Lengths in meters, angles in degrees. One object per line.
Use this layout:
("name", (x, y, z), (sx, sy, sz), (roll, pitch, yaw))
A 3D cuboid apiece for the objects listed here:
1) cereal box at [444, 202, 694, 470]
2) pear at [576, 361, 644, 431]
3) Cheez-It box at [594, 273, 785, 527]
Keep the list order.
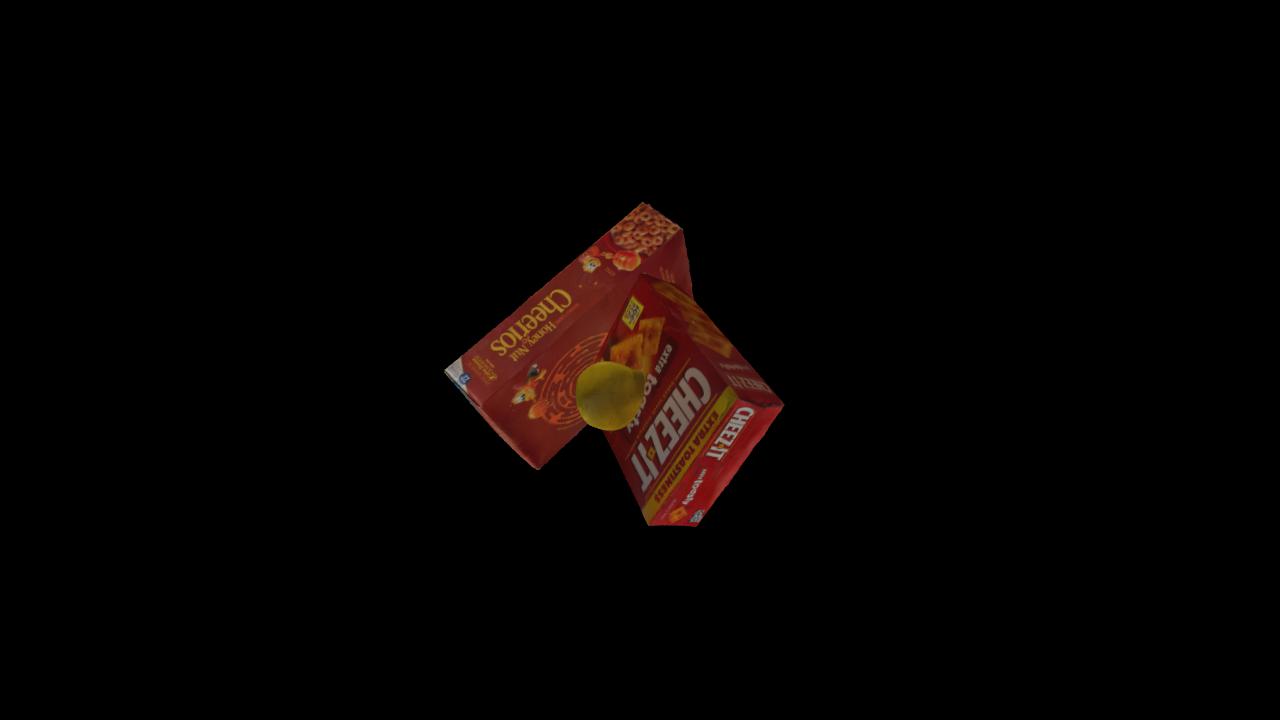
("cereal box", (-0.065, -0.021, 0.756), (0.081, 0.306, 0.203), (41, -14, 27))
("pear", (-0.009, 0.035, 0.642), (0.111, 0.080, 0.080), (-6, -1, 12))
("Cheez-It box", (0.029, 0.037, 0.645), (0.071, 0.166, 0.223), (11, 31, -35))
